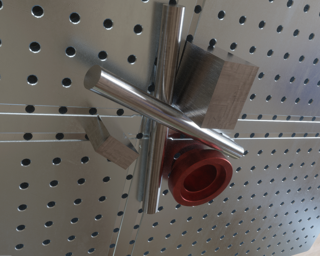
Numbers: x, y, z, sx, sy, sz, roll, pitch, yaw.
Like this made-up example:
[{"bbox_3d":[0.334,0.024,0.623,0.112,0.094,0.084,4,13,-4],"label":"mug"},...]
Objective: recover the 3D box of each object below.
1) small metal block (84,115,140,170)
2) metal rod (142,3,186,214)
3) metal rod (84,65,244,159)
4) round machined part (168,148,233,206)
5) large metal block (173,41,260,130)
[{"bbox_3d":[-0.058,0.017,0.375,0.025,0.050,0.050,-47,130,4],"label":"small metal block"},{"bbox_3d":[0.000,-0.004,0.409,0.025,0.025,0.298,-8,122,-25],"label":"metal rod"},{"bbox_3d":[0.031,-0.004,0.398,0.301,0.025,0.025,25,105,-46],"label":"metal rod"},{"bbox_3d":[0.057,0.070,0.473,0.099,0.042,0.097,-13,129,-17],"label":"round machined part"},{"bbox_3d":[0.061,-0.053,0.378,0.050,0.080,0.079,2,117,-30],"label":"large metal block"}]
